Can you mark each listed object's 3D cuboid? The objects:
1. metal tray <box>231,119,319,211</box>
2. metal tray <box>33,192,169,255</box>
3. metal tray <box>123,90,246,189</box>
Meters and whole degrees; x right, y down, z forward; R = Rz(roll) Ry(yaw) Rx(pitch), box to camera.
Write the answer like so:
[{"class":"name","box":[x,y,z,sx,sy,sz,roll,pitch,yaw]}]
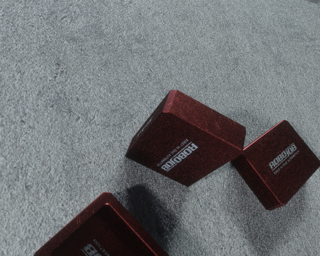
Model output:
[{"class":"metal tray","box":[0.176,0.051,0.464,0.131,0.030,0.090,-27,77,-37]},{"class":"metal tray","box":[-0.042,0.138,0.293,0.130,0.030,0.091,46,51,4]},{"class":"metal tray","box":[0.022,0.021,0.352,0.090,0.129,0.030,27,54,-11]}]
